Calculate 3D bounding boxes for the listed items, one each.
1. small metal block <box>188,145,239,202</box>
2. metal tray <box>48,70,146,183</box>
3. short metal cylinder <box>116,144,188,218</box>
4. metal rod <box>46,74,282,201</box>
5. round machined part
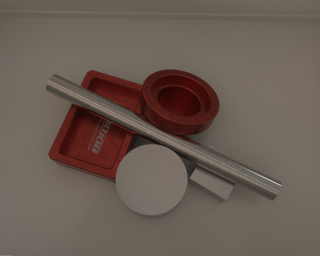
[{"bbox_3d":[0.070,0.057,0.388,0.050,0.025,0.050,30,72,10],"label":"small metal block"},{"bbox_3d":[-0.074,-0.004,0.405,0.090,0.030,0.130,18,71,6],"label":"metal tray"},{"bbox_3d":[-0.009,0.065,0.370,0.081,0.050,0.080,0,70,0],"label":"short metal cylinder"},{"bbox_3d":[-0.001,0.008,0.374,0.301,0.025,0.025,26,72,6],"label":"metal rod"},{"bbox_3d":[0.022,-0.028,0.396,0.099,0.042,0.098,9,47,-10],"label":"round machined part"}]
